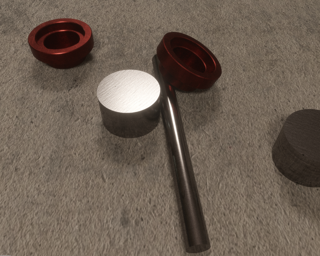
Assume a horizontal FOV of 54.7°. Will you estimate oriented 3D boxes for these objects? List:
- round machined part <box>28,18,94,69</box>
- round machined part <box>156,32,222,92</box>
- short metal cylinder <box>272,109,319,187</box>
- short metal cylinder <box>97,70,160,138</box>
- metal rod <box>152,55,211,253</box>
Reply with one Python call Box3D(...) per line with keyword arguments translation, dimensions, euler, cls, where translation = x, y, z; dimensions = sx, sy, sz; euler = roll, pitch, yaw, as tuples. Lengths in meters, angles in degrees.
Box3D(translation=(-0.157, -0.133, 0.502), dimensions=(0.099, 0.042, 0.098), euler=(0, 50, 0), cls="round machined part")
Box3D(translation=(0.038, -0.092, 0.453), dimensions=(0.099, 0.042, 0.098), euler=(21, 42, -20), cls="round machined part")
Box3D(translation=(0.182, 0.023, 0.370), dimensions=(0.081, 0.050, 0.080), euler=(0, 50, 0), cls="short metal cylinder")
Box3D(translation=(-0.040, -0.033, 0.414), dimensions=(0.081, 0.050, 0.080), euler=(0, 50, 0), cls="short metal cylinder")
Box3D(translation=(0.019, 0.005, 0.399), dimensions=(0.025, 0.025, 0.300), euler=(-5, 50, -5), cls="metal rod")
